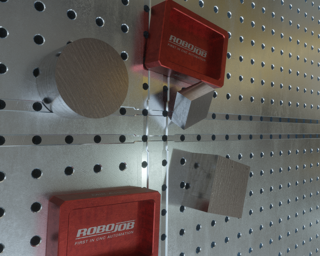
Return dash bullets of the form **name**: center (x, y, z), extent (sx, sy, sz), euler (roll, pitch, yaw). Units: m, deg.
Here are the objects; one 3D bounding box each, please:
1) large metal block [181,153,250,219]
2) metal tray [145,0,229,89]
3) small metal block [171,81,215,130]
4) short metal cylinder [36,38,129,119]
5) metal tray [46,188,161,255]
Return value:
- **large metal block**: center (0.086, 0.087, 0.468), extent (0.080, 0.050, 0.080), euler (21, 77, -38)
- **metal tray**: center (0.043, -0.114, 0.443), extent (0.131, 0.030, 0.090), euler (11, 83, -40)
- **small metal block**: center (0.046, -0.032, 0.434), extent (0.050, 0.025, 0.050), euler (-28, 143, -37)
- **short metal cylinder**: center (-0.081, -0.049, 0.326), extent (0.081, 0.050, 0.079), euler (0, 90, -40)
- **metal tray**: center (-0.060, 0.120, 0.357), extent (0.131, 0.030, 0.089), euler (4, 88, -40)
